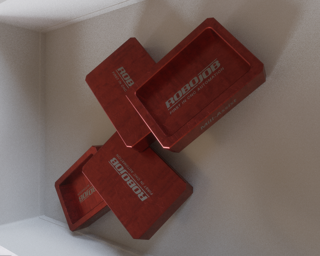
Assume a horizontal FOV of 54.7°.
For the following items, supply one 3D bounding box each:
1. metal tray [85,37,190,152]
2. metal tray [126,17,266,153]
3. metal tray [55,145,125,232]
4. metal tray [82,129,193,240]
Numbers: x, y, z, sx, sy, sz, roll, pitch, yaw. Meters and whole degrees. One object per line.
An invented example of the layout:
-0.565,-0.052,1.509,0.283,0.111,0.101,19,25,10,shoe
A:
-0.031,-0.046,0.406,0.090,0.030,0.130,-39,64,7,metal tray
0.036,-0.047,0.342,0.130,0.030,0.090,-41,64,9,metal tray
-0.112,0.097,0.493,0.129,0.030,0.090,-41,66,32,metal tray
-0.033,0.067,0.405,0.090,0.030,0.130,-47,59,0,metal tray
